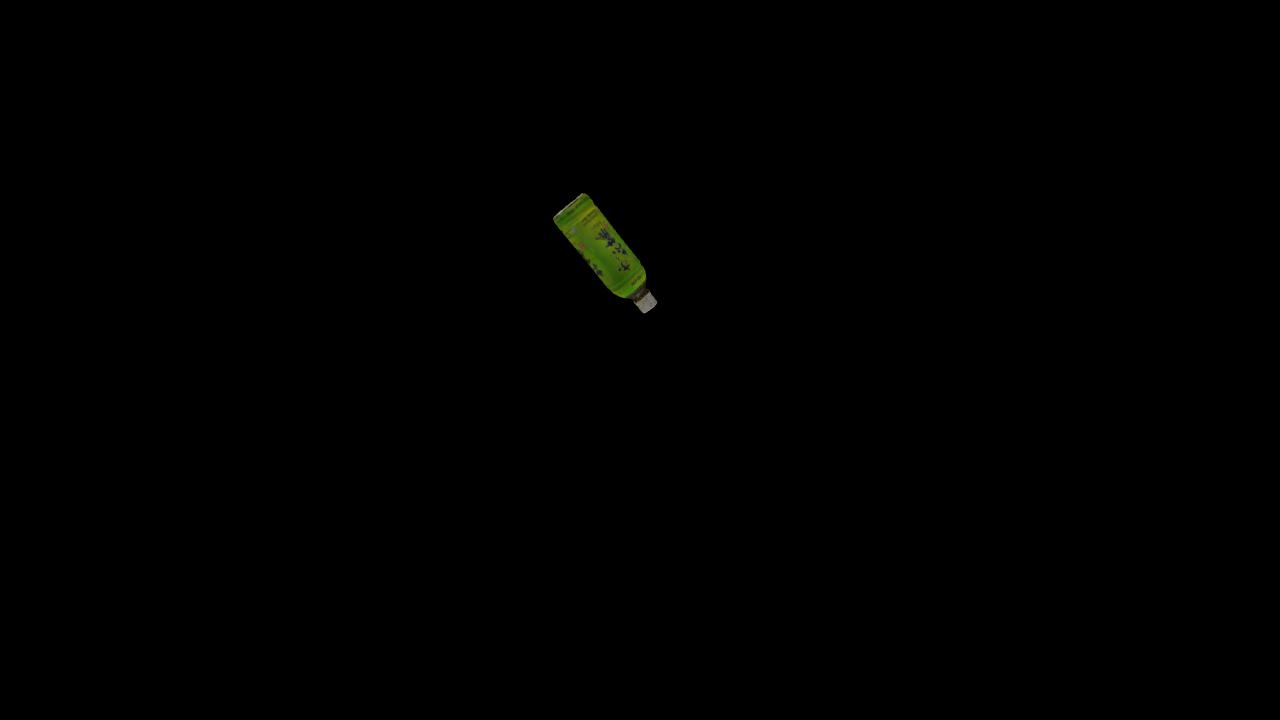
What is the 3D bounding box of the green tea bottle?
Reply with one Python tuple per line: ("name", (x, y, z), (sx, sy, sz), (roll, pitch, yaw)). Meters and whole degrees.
("green tea bottle", (-0.047, -0.165, 0.989), (0.073, 0.212, 0.073), (-38, 16, 13))
